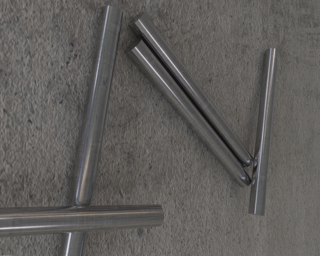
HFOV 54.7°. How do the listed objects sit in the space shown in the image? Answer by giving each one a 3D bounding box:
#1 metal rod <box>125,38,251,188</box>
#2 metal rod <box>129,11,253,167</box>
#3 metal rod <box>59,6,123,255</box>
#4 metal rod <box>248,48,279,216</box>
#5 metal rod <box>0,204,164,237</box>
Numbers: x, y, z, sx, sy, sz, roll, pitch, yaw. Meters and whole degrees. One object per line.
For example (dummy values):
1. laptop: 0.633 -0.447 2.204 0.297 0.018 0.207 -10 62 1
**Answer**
1. metal rod: 0.056 -0.005 0.451 0.300 0.025 0.025 47 62 -30
2. metal rod: 0.060 -0.039 0.454 0.300 0.025 0.025 47 62 -30
3. metal rod: -0.076 0.012 0.340 0.025 0.025 0.298 13 81 -39
4. metal rod: 0.181 -0.002 0.536 0.025 0.025 0.299 25 68 -37
5. metal rod: -0.128 0.083 0.273 0.302 0.025 0.025 8 85 -33
